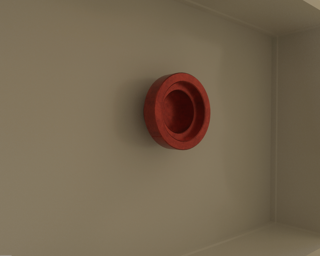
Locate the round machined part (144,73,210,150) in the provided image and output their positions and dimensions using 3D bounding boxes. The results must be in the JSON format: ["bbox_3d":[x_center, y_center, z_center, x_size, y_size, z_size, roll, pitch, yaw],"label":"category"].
[{"bbox_3d":[0.018,-0.021,0.405,0.099,0.042,0.097,0,90,-40],"label":"round machined part"}]
